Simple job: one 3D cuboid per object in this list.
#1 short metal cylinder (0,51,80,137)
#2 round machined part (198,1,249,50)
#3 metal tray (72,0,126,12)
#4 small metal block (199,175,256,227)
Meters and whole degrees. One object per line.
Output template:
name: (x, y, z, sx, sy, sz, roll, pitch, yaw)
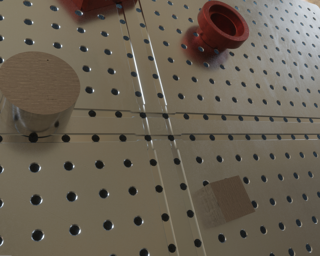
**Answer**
short metal cylinder: (-0.134, -0.037, 0.342, 0.081, 0.050, 0.080, 14, 56, -21)
round machined part: (0.111, -0.182, 0.568, 0.099, 0.042, 0.098, 14, 56, -21)
metal tray: (-0.098, -0.244, 0.501, 0.090, 0.030, 0.131, 50, 51, 7)
small metal block: (0.086, 0.093, 0.398, 0.050, 0.025, 0.050, -8, 66, -32)
